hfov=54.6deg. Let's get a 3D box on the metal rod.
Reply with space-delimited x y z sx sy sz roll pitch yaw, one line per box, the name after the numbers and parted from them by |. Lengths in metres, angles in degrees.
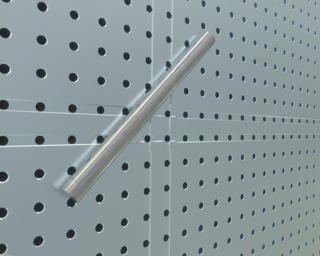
-0.012 -0.032 0.397 0.301 0.025 0.025 -51 120 -28 | metal rod
